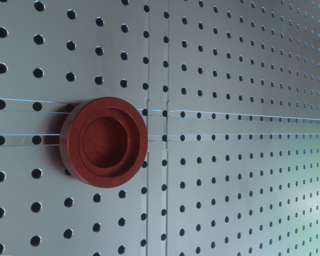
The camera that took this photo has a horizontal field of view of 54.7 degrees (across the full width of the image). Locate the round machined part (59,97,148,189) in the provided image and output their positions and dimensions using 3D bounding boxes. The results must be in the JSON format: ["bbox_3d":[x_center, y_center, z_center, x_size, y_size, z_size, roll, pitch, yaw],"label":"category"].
[{"bbox_3d":[-0.065,0.015,0.345,0.099,0.042,0.097,0,90,-40],"label":"round machined part"}]
